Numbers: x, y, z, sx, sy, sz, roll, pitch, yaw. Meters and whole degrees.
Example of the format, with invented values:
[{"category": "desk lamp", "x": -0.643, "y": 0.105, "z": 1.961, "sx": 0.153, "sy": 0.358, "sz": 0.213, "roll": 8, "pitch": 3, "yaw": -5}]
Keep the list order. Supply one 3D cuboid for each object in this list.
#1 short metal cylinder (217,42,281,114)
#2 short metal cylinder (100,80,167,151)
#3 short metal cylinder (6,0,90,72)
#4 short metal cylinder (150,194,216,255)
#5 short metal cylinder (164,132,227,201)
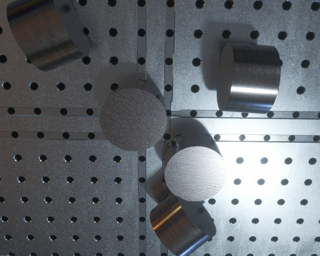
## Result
[{"category": "short metal cylinder", "x": 0.101, "y": -0.058, "z": 0.364, "sx": 0.050, "sy": 0.080, "sz": 0.079, "roll": 4, "pitch": 110, "yaw": -2}, {"category": "short metal cylinder", "x": -0.032, "y": -0.017, "z": 0.393, "sx": 0.081, "sy": 0.050, "sz": 0.079, "roll": 0, "pitch": 110, "yaw": -1}, {"category": "short metal cylinder", "x": -0.120, "y": -0.109, "z": 0.342, "sx": 0.050, "sy": 0.080, "sz": 0.080, "roll": -20, "pitch": 109, "yaw": 7}, {"category": "short metal cylinder", "x": 0.032, "y": 0.130, "z": 0.433, "sx": 0.080, "sy": 0.080, "sz": 0.050, "roll": 43, "pitch": 104, "yaw": -14}, {"category": "short metal cylinder", "x": 0.046, "y": 0.051, "z": 0.420, "sx": 0.081, "sy": 0.050, "sz": 0.079, "roll": 0, "pitch": 110, "yaw": -1}]
